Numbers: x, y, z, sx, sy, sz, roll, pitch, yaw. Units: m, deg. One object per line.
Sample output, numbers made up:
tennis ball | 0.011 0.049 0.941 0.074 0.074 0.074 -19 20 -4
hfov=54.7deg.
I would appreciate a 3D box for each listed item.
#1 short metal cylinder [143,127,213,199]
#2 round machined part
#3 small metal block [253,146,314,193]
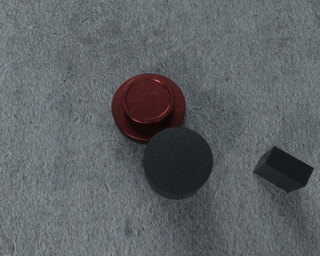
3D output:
short metal cylinder | 0.021 0.044 0.379 0.081 0.050 0.080 0 70 -1
round machined part | -0.015 -0.030 0.410 0.099 0.042 0.098 0 70 0
small metal block | 0.148 0.052 0.378 0.050 0.050 0.025 31 73 10
